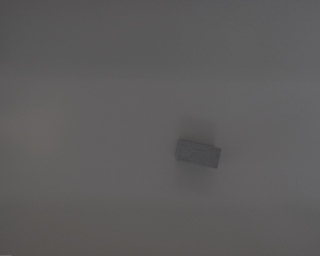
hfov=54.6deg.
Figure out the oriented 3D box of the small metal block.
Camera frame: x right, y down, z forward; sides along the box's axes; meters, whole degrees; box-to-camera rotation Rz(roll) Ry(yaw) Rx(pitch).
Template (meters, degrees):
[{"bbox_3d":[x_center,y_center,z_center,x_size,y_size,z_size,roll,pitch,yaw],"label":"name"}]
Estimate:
[{"bbox_3d":[0.047,0.032,0.399,0.050,0.050,0.025,12,90,0],"label":"small metal block"}]
